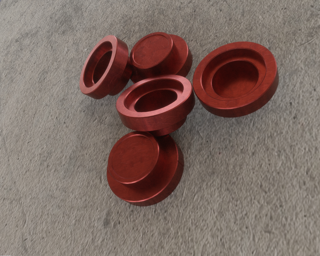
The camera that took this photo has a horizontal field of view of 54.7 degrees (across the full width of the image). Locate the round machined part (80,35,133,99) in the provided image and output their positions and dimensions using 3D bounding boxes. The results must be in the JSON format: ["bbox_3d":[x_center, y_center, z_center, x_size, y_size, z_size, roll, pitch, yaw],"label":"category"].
[{"bbox_3d":[-0.078,-0.088,0.474,0.098,0.042,0.098,-27,51,39],"label":"round machined part"}]

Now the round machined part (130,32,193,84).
[{"bbox_3d":[-0.005,-0.103,0.458,0.098,0.042,0.098,-13,56,20],"label":"round machined part"}]

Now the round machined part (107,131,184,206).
[{"bbox_3d":[-0.024,0.042,0.379,0.098,0.042,0.098,-13,56,20],"label":"round machined part"}]

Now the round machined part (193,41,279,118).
[{"bbox_3d":[0.093,-0.054,0.378,0.098,0.042,0.098,-13,56,20],"label":"round machined part"}]

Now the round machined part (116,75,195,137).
[{"bbox_3d":[-0.003,-0.026,0.397,0.098,0.042,0.098,-12,35,9],"label":"round machined part"}]
